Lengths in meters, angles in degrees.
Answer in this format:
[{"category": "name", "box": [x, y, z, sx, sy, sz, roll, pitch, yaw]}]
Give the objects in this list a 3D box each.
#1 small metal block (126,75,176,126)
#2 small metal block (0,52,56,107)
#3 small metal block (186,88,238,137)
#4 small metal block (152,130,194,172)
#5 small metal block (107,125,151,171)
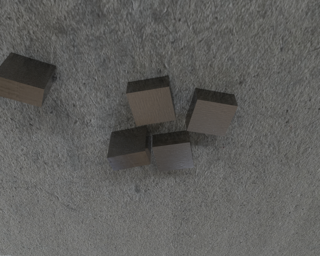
[{"category": "small metal block", "box": [-0.010, -0.033, 0.379, 0.050, 0.025, 0.050, -9, 130, 7]}, {"category": "small metal block", "box": [-0.149, -0.054, 0.343, 0.050, 0.050, 0.025, 16, 128, -13]}, {"category": "small metal block", "box": [0.064, -0.019, 0.391, 0.050, 0.025, 0.050, 9, 130, -8]}, {"category": "small metal block", "box": [0.019, 0.033, 0.435, 0.050, 0.025, 0.050, -8, 130, 6]}, {"category": "small metal block", "box": [-0.039, 0.026, 0.412, 0.050, 0.050, 0.025, -11, 129, 9]}]
